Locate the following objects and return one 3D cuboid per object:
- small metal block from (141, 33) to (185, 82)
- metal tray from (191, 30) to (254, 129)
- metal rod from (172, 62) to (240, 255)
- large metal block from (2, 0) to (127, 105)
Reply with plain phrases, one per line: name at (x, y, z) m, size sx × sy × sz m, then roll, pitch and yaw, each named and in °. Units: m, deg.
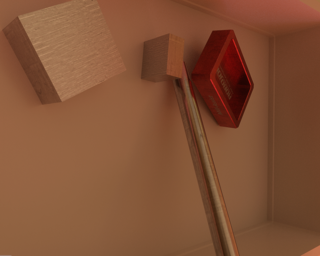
small metal block at (0.003, -0.087, 0.394) m, size 0.025 × 0.050 × 0.050 m, roll 7°, pitch 85°, yaw -40°
metal tray at (0.100, -0.070, 0.467) m, size 0.130 × 0.030 × 0.090 m, roll 50°, pitch 59°, yaw -46°
metal rod at (0.055, 0.049, 0.376) m, size 0.025 × 0.025 × 0.299 m, roll 7°, pitch 61°, yaw -40°
large metal block at (-0.093, -0.078, 0.313) m, size 0.081 × 0.050 × 0.080 m, roll -35°, pitch 112°, yaw -35°
